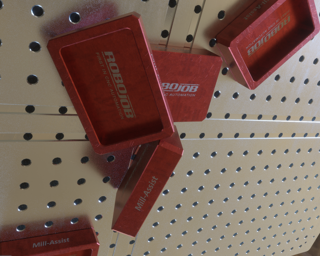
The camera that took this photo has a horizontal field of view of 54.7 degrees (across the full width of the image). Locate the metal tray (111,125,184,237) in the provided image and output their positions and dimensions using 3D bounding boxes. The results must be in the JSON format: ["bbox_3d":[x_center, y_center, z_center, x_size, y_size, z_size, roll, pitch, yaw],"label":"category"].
[{"bbox_3d":[-0.018,0.059,0.394,0.030,0.090,0.129,25,106,-12],"label":"metal tray"}]

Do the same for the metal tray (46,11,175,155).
[{"bbox_3d":[-0.045,-0.042,0.321,0.090,0.030,0.129,-15,116,7],"label":"metal tray"}]

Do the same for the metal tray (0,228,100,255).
[{"bbox_3d":[-0.160,0.196,0.442,0.131,0.030,0.089,0,118,-29],"label":"metal tray"}]

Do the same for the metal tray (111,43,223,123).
[{"bbox_3d":[0.006,-0.053,0.380,0.131,0.030,0.089,-2,119,-28],"label":"metal tray"}]

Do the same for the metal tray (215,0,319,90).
[{"bbox_3d":[0.146,-0.125,0.412,0.130,0.030,0.090,-42,130,0],"label":"metal tray"}]
